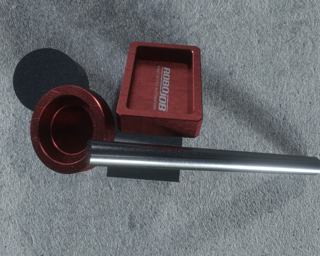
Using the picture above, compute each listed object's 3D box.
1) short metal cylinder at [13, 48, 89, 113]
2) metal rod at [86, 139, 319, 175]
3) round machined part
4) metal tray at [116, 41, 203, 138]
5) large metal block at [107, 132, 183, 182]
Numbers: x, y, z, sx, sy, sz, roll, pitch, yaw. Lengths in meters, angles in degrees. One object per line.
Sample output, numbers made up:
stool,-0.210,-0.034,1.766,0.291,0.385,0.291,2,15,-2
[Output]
short metal cylinder,-0.136,-0.056,0.397,0.081,0.050,0.079,0,90,-1
metal rod,0.070,0.037,0.353,0.302,0.025,0.025,6,90,-25
round machined part,-0.095,0.002,0.357,0.098,0.042,0.097,0,89,19
metal tray,0.003,-0.051,0.371,0.091,0.030,0.130,5,50,0
large metal block,-0.017,0.032,0.383,0.081,0.080,0.050,5,90,-1
